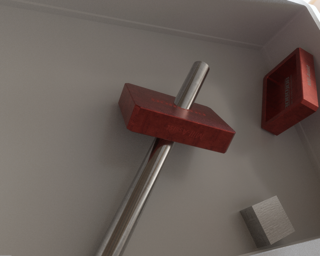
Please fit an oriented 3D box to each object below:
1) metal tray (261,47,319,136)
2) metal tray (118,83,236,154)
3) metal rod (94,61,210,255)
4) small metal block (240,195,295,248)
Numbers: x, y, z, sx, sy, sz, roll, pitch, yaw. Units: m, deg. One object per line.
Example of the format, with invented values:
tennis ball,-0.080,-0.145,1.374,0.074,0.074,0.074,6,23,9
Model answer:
metal tray,0.214,-0.062,0.519,0.030,0.090,0.130,26,52,-13
metal tray,0.018,-0.014,0.392,0.131,0.030,0.090,14,20,-21
metal rod,-0.001,0.028,0.365,0.025,0.025,0.300,32,59,-8
small metal block,0.142,0.123,0.409,0.050,0.025,0.050,-10,67,-33
